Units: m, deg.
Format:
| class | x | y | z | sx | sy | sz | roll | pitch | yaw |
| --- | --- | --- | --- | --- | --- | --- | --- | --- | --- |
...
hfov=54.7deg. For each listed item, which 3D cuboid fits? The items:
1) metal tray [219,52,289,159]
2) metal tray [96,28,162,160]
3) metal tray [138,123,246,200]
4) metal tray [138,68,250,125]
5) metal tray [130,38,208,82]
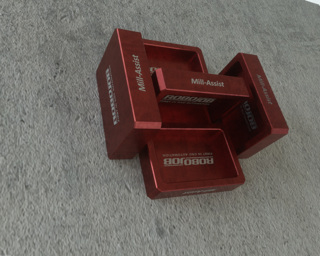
| class | x | y | z | sx | sy | sz | roll | pitch | yaw |
| --- | --- | --- | --- | --- | --- | --- | --- | --- | --- |
| metal tray | 0.120 | -0.031 | 0.447 | 0.030 | 0.090 | 0.130 | 1 | 61 | -28 |
| metal tray | -0.042 | -0.038 | 0.364 | 0.030 | 0.090 | 0.130 | 1 | 62 | -28 |
| metal tray | 0.039 | 0.039 | 0.401 | 0.131 | 0.030 | 0.090 | 1 | 60 | -28 |
| metal tray | 0.039 | -0.034 | 0.407 | 0.131 | 0.090 | 0.030 | 1 | 63 | -28 |
| metal tray | 0.010 | -0.082 | 0.457 | 0.131 | 0.030 | 0.090 | 0 | 65 | -28 |
